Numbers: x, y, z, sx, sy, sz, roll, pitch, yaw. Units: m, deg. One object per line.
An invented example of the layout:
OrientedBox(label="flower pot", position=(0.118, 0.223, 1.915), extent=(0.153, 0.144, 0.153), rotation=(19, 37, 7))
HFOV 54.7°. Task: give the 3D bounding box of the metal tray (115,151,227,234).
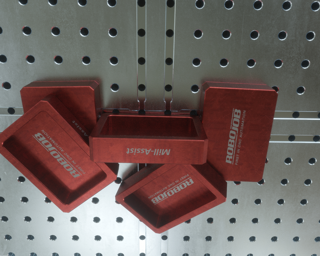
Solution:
OrientedBox(label="metal tray", position=(0.014, 0.087, 0.423), extent=(0.130, 0.030, 0.090), rotation=(-37, 108, 30))

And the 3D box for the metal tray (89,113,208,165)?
OrientedBox(label="metal tray", position=(-0.013, 0.010, 0.381), extent=(0.131, 0.090, 0.030), rotation=(1, 110, -1))

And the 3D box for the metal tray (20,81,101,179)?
OrientedBox(label="metal tray", position=(-0.124, 0.005, 0.411), extent=(0.091, 0.030, 0.129), rotation=(-1, 111, 0))

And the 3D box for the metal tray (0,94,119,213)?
OrientedBox(label="metal tray", position=(-0.126, 0.035, 0.388), extent=(0.090, 0.030, 0.130), rotation=(-36, 107, 11))

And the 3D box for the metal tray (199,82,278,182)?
OrientedBox(label="metal tray", position=(0.097, 0.007, 0.414), extent=(0.091, 0.030, 0.129), rotation=(3, 110, -2))
